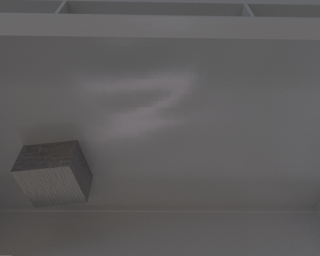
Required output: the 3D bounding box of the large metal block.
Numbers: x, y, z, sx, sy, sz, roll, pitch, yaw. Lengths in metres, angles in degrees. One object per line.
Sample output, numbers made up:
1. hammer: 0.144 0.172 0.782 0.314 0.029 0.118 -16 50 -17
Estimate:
1. large metal block: -0.151 0.067 0.449 0.080 0.050 0.080 -6 130 5
